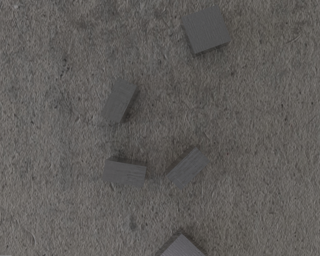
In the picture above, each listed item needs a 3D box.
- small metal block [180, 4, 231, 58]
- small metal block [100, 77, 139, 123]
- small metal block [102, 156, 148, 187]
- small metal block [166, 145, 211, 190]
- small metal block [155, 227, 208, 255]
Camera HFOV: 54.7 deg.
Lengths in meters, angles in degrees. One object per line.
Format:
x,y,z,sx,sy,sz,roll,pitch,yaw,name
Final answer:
0.059,-0.127,0.410,0.050,0.025,0.050,-20,90,0,small metal block
-0.050,-0.034,0.397,0.025,0.050,0.050,25,90,0,small metal block
-0.043,0.055,0.397,0.050,0.050,0.025,9,90,0,small metal block
0.034,0.049,0.398,0.050,0.050,0.025,-44,90,0,small metal block
0.029,0.171,0.410,0.050,0.025,0.050,44,90,0,small metal block
